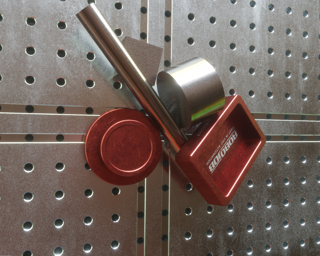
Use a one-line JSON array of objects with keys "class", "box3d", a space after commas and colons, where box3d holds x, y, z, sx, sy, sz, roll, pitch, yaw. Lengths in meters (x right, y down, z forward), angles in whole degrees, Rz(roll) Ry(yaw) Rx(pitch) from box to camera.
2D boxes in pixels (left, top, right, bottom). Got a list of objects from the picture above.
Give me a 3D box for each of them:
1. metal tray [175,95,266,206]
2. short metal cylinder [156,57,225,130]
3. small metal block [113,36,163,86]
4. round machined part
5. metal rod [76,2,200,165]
[{"class": "metal tray", "box3d": [0.088, 0.028, 0.421, 0.130, 0.030, 0.090, -49, 113, -29]}, {"class": "short metal cylinder", "box3d": [0.038, -0.044, 0.398, 0.050, 0.080, 0.080, -27, 99, -18]}, {"class": "small metal block", "box3d": [-0.029, -0.085, 0.403, 0.050, 0.025, 0.050, 14, 85, -20]}, {"class": "round machined part", "box3d": [-0.043, 0.024, 0.387, 0.099, 0.042, 0.097, 0, 90, -21]}, {"class": "metal rod", "box3d": [-0.001, -0.018, 0.395, 0.025, 0.025, 0.299, -42, 111, -15]}]
